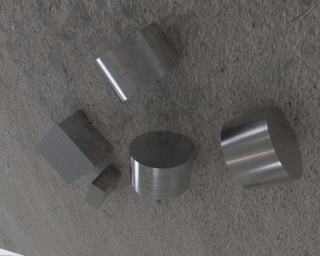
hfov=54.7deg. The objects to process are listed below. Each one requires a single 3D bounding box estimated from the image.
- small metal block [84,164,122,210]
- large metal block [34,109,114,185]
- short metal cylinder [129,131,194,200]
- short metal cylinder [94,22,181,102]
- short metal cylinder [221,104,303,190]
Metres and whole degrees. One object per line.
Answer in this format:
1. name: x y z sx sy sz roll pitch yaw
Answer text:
1. small metal block: -0.091 0.094 0.497 0.025 0.050 0.050 33 129 7
2. large metal block: -0.133 0.031 0.480 0.080 0.050 0.080 -33 100 38
3. short metal cylinder: 0.001 0.046 0.399 0.080 0.080 0.050 14 124 20
4. short metal cylinder: -0.024 -0.072 0.340 0.080 0.080 0.050 -25 105 37
5. short metal cylinder: 0.108 0.021 0.327 0.050 0.080 0.080 -24 106 36
